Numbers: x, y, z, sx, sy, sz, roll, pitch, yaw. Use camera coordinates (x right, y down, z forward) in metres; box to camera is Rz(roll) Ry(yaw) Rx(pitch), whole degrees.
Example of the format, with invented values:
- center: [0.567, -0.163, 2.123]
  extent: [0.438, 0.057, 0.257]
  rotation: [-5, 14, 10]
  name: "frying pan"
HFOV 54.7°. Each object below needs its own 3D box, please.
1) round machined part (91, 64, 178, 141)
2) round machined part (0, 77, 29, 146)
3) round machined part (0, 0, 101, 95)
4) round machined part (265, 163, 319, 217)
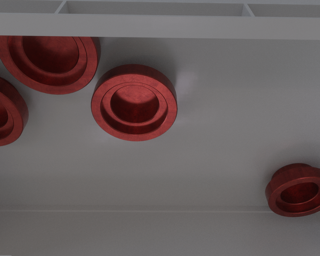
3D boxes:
- center: [-0.029, -0.033, 0.369]
  extent: [0.099, 0.042, 0.097]
  rotation: [0, 130, 0]
  name: "round machined part"
- center: [-0.209, -0.027, 0.373]
  extent: [0.099, 0.042, 0.097]
  rotation: [0, 130, 0]
  name: "round machined part"
- center: [-0.111, -0.087, 0.323]
  extent: [0.099, 0.042, 0.097]
  rotation: [0, 130, 0]
  name: "round machined part"
- center: [0.212, 0.092, 0.478]
  extent: [0.099, 0.042, 0.097]
  rotation: [0, 130, 0]
  name: "round machined part"
